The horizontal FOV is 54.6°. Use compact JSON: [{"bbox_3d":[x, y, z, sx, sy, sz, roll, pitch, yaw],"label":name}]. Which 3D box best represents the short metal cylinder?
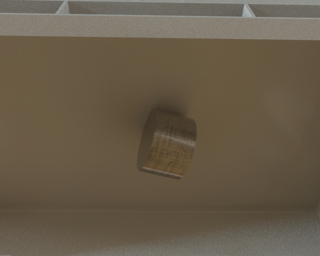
[{"bbox_3d":[0.007,0.020,0.390,0.050,0.080,0.080,15,129,-12],"label":"short metal cylinder"}]
